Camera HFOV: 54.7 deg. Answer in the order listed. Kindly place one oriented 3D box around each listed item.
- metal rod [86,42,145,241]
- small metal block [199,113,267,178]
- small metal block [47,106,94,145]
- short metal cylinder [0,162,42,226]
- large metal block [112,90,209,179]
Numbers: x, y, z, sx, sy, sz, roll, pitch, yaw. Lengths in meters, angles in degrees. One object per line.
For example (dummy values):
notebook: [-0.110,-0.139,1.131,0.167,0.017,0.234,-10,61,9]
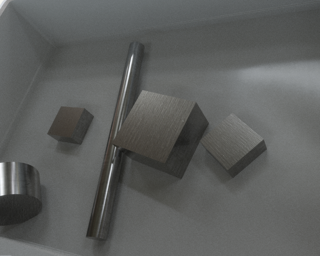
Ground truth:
metal rod: [-0.056,-0.001,0.433,0.025,0.025,0.299,-6,59,25]
small metal block: [0.082,0.019,0.350,0.050,0.025,0.050,-41,51,0]
small metal block: [-0.138,-0.005,0.479,0.050,0.025,0.050,6,64,30]
short metal cylinder: [-0.205,0.090,0.420,0.080,0.080,0.050,-30,52,9]
large metal block: [0.002,0.006,0.384,0.080,0.050,0.080,17,70,34]
